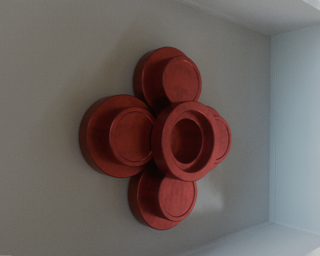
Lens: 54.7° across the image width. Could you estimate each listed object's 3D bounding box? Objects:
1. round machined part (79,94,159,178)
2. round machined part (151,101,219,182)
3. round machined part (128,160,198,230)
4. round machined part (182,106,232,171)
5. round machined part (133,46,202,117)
[{"bbox_3d":[-0.039,0.010,0.359,0.099,0.042,0.097,0,90,-40],"label":"round machined part"},{"bbox_3d":[0.027,0.016,0.388,0.099,0.042,0.097,0,90,-40],"label":"round machined part"},{"bbox_3d":[0.010,0.083,0.402,0.099,0.042,0.097,2,87,-41],"label":"round machined part"},{"bbox_3d":[0.066,0.016,0.448,0.099,0.042,0.097,0,90,-40],"label":"round machined part"},{"bbox_3d":[0.017,-0.058,0.405,0.099,0.042,0.097,0,90,-40],"label":"round machined part"}]
